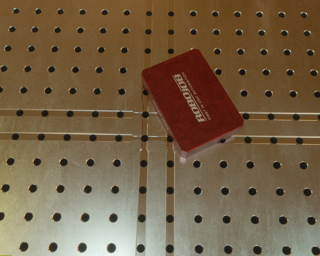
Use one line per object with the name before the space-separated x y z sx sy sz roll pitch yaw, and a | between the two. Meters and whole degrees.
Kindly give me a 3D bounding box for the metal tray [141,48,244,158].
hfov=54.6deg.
metal tray | 0.041 -0.036 0.423 0.090 0.030 0.130 -25 72 -9
